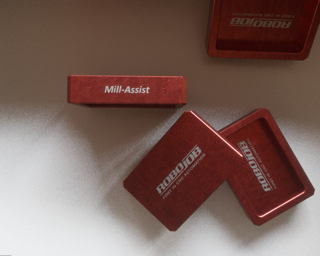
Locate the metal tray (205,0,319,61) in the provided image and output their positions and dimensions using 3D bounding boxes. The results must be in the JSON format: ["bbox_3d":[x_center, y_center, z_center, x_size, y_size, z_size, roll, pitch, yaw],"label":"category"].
[{"bbox_3d":[0.128,-0.134,0.386,0.131,0.030,0.089,2,126,-1],"label":"metal tray"}]

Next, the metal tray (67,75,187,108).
[{"bbox_3d":[-0.036,-0.042,0.378,0.131,0.090,0.030,1,90,-1],"label":"metal tray"}]

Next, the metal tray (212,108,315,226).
[{"bbox_3d":[0.130,0.050,0.410,0.090,0.030,0.130,-30,90,-1],"label":"metal tray"}]

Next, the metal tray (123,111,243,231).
[{"bbox_3d":[0.028,0.053,0.390,0.090,0.030,0.130,42,101,7],"label":"metal tray"}]
